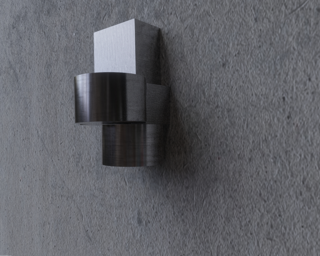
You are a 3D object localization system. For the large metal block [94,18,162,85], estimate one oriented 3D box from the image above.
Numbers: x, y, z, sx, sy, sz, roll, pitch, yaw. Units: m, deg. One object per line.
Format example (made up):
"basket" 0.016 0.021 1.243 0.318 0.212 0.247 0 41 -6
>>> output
"large metal block" -0.045 -0.095 0.429 0.080 0.050 0.080 -2 89 40

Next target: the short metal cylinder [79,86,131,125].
"short metal cylinder" -0.071 -0.030 0.430 0.080 0.081 0.050 -3 89 40

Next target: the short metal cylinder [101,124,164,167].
"short metal cylinder" -0.035 0.020 0.401 0.080 0.081 0.050 0 90 40

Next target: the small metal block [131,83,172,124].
"small metal block" -0.010 -0.030 0.401 0.025 0.050 0.050 1 91 40

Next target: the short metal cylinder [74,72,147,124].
"short metal cylinder" -0.056 -0.031 0.352 0.080 0.081 0.050 -3 89 40
